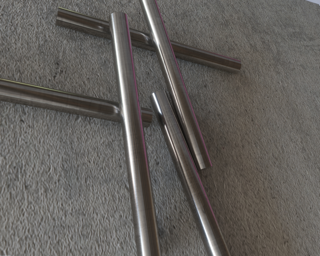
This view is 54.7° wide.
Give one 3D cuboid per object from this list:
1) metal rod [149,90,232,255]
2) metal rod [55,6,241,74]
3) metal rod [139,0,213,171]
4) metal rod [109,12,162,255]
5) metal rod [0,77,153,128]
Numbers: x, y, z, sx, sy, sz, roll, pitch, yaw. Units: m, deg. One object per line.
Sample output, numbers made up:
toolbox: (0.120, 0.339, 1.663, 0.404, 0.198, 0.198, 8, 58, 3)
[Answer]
metal rod: (0.046, 0.086, 0.375, 0.025, 0.025, 0.299, -7, 65, -31)
metal rod: (-0.003, -0.129, 0.480, 0.302, 0.025, 0.025, 10, 58, -23)
metal rod: (0.014, -0.085, 0.439, 0.025, 0.025, 0.299, -8, 73, -32)
metal rod: (-0.032, -0.003, 0.359, 0.025, 0.025, 0.299, 0, 70, -28)
metal rod: (-0.152, -0.038, 0.344, 0.302, 0.025, 0.025, 11, 57, -23)
